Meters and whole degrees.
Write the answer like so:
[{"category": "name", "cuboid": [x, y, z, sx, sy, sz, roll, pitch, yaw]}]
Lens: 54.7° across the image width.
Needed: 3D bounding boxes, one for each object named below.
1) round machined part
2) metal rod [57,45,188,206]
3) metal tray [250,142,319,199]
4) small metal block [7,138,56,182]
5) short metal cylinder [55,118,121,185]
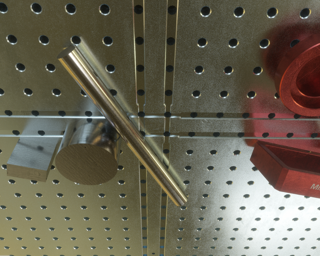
[{"category": "round machined part", "cuboid": [0.179, -0.064, 0.349, 0.099, 0.042, 0.097, -1, 130, 0]}, {"category": "metal rod", "cuboid": [-0.034, 0.017, 0.425, 0.025, 0.025, 0.299, -22, 127, 17]}, {"category": "metal tray", "cuboid": [0.201, 0.060, 0.419, 0.131, 0.090, 0.030, 12, 108, -10]}, {"category": "small metal block", "cuboid": [-0.177, 0.044, 0.430, 0.050, 0.050, 0.025, 13, 129, -11]}, {"category": "short metal cylinder", "cuboid": [-0.095, 0.033, 0.422, 0.081, 0.050, 0.079, 0, 130, 0]}]
